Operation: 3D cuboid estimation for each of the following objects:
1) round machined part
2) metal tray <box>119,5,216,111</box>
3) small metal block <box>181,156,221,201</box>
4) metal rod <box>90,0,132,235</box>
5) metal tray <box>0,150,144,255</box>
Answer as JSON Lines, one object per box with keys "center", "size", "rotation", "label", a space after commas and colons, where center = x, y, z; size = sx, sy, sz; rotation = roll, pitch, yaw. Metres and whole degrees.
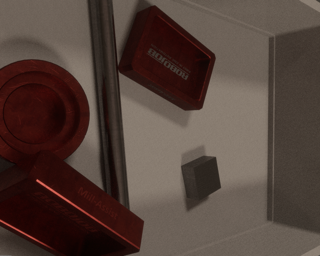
{"center": [-0.121, -0.013, 0.295], "size": [0.099, 0.042, 0.097], "rotation": [0, 90, -40], "label": "round machined part"}
{"center": [0.015, -0.088, 0.417], "size": [0.131, 0.030, 0.090], "rotation": [27, 73, -37], "label": "metal tray"}
{"center": [0.062, 0.073, 0.461], "size": [0.050, 0.025, 0.050], "rotation": [-19, 102, -39], "label": "small metal block"}
{"center": [-0.057, -0.014, 0.360], "size": [0.025, 0.025, 0.298], "rotation": [-8, 95, -40], "label": "metal rod"}
{"center": [-0.089, 0.082, 0.288], "size": [0.130, 0.090, 0.030], "rotation": [46, 32, -31], "label": "metal tray"}
